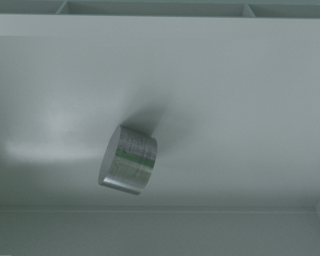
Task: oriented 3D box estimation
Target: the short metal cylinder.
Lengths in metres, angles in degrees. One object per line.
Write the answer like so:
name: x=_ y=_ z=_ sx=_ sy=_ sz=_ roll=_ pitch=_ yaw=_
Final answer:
short metal cylinder: x=-0.043 y=0.043 z=0.409 sx=0.050 sy=0.080 sz=0.080 roll=20 pitch=127 yaw=-16
